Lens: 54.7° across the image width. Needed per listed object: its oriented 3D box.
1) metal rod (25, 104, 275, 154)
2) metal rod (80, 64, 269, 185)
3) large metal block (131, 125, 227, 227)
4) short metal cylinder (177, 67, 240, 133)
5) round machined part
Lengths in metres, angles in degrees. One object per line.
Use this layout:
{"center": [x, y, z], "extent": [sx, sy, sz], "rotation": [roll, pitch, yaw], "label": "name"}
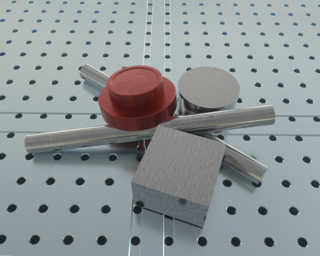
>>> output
{"center": [-0.014, 0.002, 0.382], "extent": [0.302, 0.025, 0.025], "rotation": [-7, 50, 3], "label": "metal rod"}
{"center": [0.003, -0.016, 0.421], "extent": [0.300, 0.025, 0.025], "rotation": [31, 57, 23], "label": "metal rod"}
{"center": [0.022, 0.052, 0.345], "extent": [0.080, 0.050, 0.080], "rotation": [16, 52, 12], "label": "large metal block"}
{"center": [0.064, -0.039, 0.424], "extent": [0.081, 0.050, 0.080], "rotation": [0, 50, 0], "label": "short metal cylinder"}
{"center": [-0.029, -0.044, 0.389], "extent": [0.099, 0.042, 0.098], "rotation": [-4, 41, 4], "label": "round machined part"}
